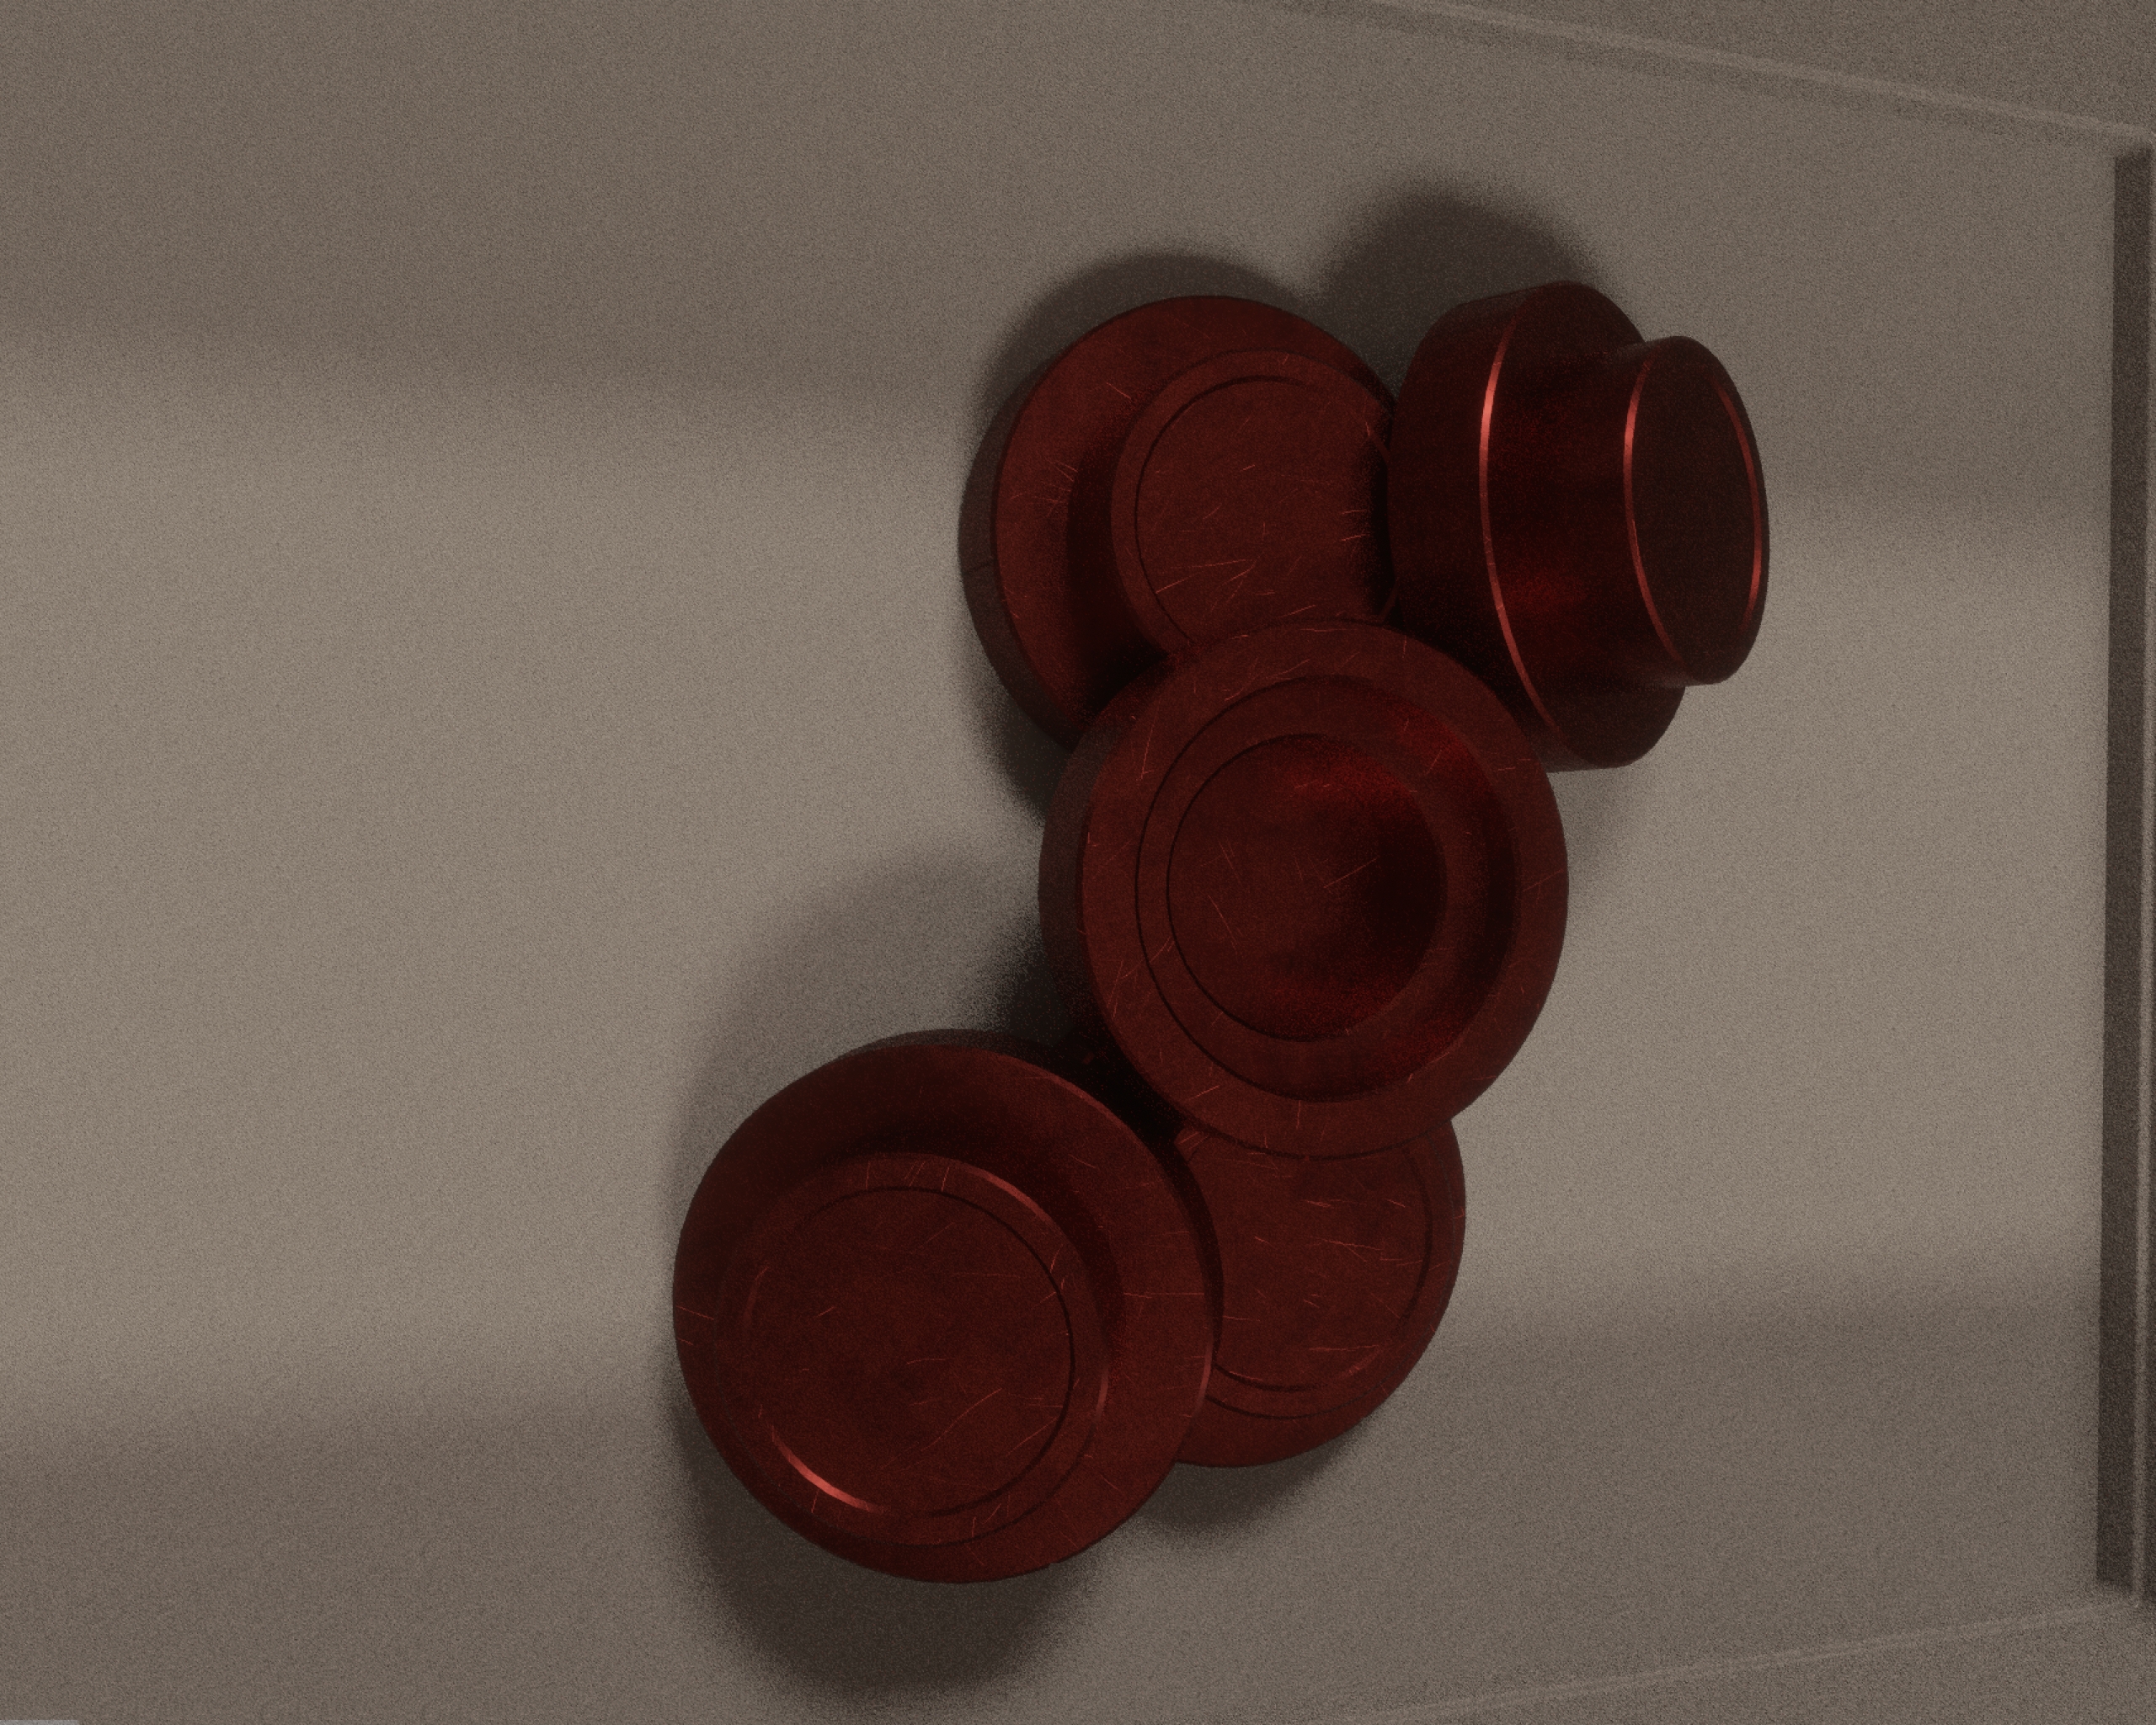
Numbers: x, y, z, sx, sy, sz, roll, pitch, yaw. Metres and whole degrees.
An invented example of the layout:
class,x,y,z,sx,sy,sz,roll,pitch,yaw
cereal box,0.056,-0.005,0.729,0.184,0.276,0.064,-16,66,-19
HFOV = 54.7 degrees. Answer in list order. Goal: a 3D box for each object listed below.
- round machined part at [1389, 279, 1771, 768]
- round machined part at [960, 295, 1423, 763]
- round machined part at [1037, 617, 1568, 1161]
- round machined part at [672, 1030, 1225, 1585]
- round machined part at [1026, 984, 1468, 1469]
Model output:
class,x,y,z,sx,sy,sz,roll,pitch,yaw
round machined part,0.106,-0.068,0.417,0.099,0.042,0.097,5,84,-50
round machined part,0.030,-0.063,0.411,0.099,0.042,0.097,0,90,-21
round machined part,0.039,0.005,0.392,0.099,0.042,0.097,0,90,-21
round machined part,-0.025,0.081,0.369,0.098,0.042,0.097,1,94,9
round machined part,0.035,0.072,0.414,0.099,0.042,0.097,0,90,-21
